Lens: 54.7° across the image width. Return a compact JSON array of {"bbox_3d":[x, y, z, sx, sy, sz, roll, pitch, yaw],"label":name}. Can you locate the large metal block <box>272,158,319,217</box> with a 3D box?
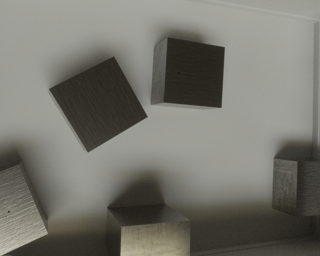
[{"bbox_3d":[0.226,0.090,0.483,0.081,0.050,0.079,2,89,-20],"label":"large metal block"}]

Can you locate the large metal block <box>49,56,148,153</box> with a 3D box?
[{"bbox_3d":[-0.075,-0.027,0.370,0.080,0.050,0.080,-32,101,-17],"label":"large metal block"}]

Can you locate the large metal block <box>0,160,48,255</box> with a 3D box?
[{"bbox_3d":[-0.176,0.089,0.333,0.081,0.050,0.080,-22,98,-19],"label":"large metal block"}]

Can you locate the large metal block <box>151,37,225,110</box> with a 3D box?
[{"bbox_3d":[0.036,-0.068,0.412,0.081,0.050,0.079,4,89,-20],"label":"large metal block"}]

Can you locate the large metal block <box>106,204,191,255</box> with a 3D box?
[{"bbox_3d":[-0.017,0.129,0.376,0.081,0.080,0.050,2,90,-20],"label":"large metal block"}]
